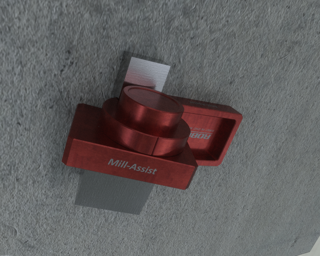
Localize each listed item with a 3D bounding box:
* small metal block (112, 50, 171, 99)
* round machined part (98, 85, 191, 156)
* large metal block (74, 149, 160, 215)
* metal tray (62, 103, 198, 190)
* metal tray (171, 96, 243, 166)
[{"bbox_3d":[-0.022,-0.058,0.362,0.050,0.025,0.050,7,115,-32],"label":"small metal block"},{"bbox_3d":[-0.013,-0.013,0.333,0.099,0.098,0.042,6,115,-32],"label":"round machined part"},{"bbox_3d":[-0.052,0.055,0.375,0.081,0.050,0.079,14,125,-15],"label":"large metal block"},{"bbox_3d":[-0.032,0.018,0.339,0.131,0.090,0.030,14,113,-15],"label":"metal tray"},{"bbox_3d":[0.045,0.007,0.436,0.131,0.030,0.089,6,115,-32],"label":"metal tray"}]
